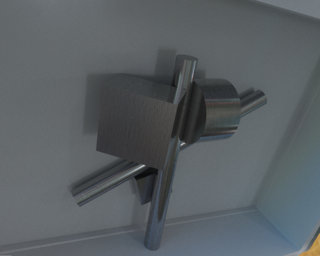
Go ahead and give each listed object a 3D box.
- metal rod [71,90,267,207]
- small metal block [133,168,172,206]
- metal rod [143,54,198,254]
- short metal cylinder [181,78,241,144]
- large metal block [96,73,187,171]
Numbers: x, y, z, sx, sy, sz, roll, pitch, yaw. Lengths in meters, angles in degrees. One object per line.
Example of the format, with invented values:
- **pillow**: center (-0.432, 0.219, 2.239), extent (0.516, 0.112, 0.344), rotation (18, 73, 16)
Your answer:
- **metal rod**: center (0.021, 0.023, 0.433), extent (0.302, 0.025, 0.025), rotation (-28, 128, -11)
- **small metal block**: center (-0.012, 0.078, 0.450), extent (0.050, 0.025, 0.050), rotation (-20, 126, -17)
- **metal rod**: center (0.009, 0.053, 0.412), extent (0.025, 0.025, 0.298), rotation (-5, 120, -27)
- **short metal cylinder**: center (0.055, -0.022, 0.388), extent (0.050, 0.080, 0.079), rotation (-5, 121, -28)
- **large metal block**: center (-0.021, -0.008, 0.350), extent (0.080, 0.050, 0.079), rotation (16, 117, 9)
